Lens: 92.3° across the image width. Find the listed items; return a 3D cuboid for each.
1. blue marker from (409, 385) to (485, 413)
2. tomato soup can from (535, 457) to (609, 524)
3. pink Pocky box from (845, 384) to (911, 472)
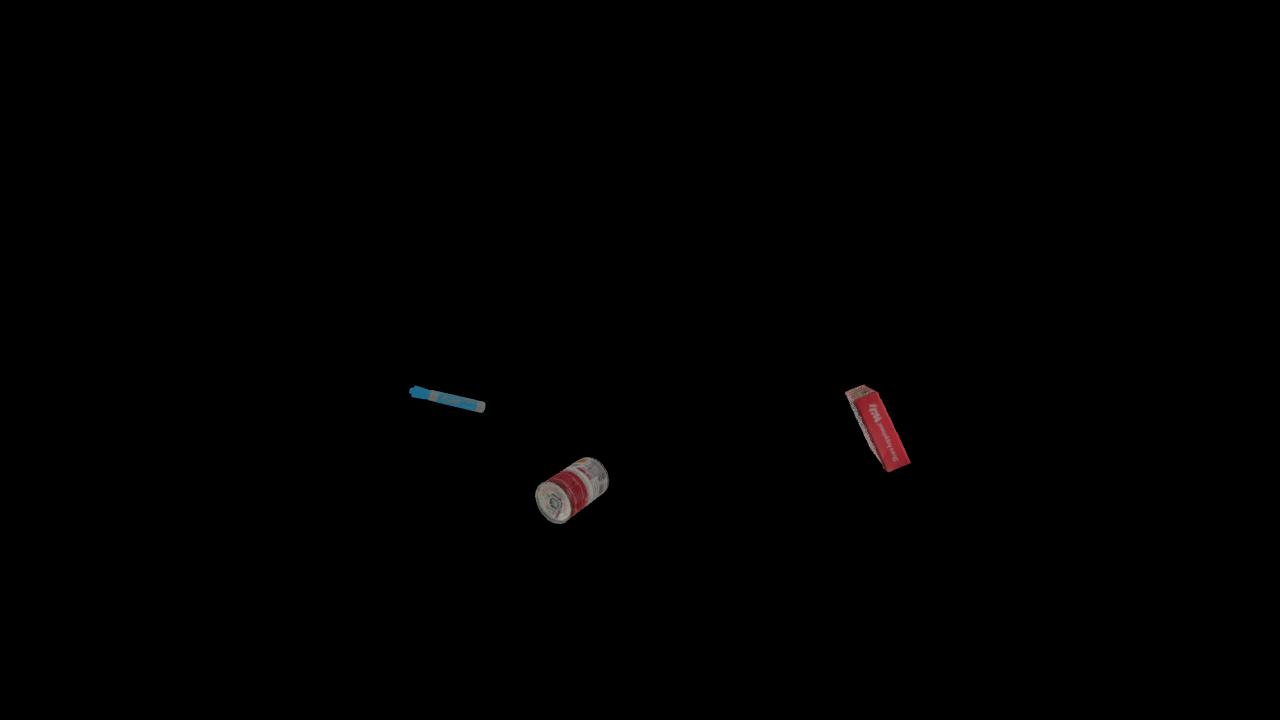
[{"bbox_3d":[-0.302,0.062,0.968,0.121,0.020,0.020,19,-11,-36],"label":"blue marker"},{"bbox_3d":[-0.101,0.196,0.938,0.068,0.068,0.101,0,15,32],"label":"tomato soup can"},{"bbox_3d":[0.273,0.074,0.716,0.029,0.084,0.155,-25,-6,14],"label":"pink Pocky box"}]
